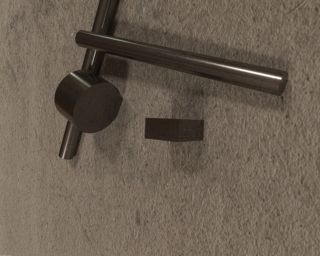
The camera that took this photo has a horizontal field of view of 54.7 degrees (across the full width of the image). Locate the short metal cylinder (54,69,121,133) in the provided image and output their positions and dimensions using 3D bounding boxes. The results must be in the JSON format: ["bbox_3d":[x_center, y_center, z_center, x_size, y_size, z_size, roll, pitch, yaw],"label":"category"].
[{"bbox_3d":[-0.104,-0.039,0.453,0.050,0.081,0.079,34,111,34],"label":"short metal cylinder"}]

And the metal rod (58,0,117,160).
[{"bbox_3d":[-0.115,-0.087,0.496,0.025,0.025,0.298,31,109,35],"label":"metal rod"}]

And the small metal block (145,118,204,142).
[{"bbox_3d":[0.018,0.001,0.373,0.050,0.050,0.025,4,93,39],"label":"small metal block"}]

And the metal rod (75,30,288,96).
[{"bbox_3d":[0.002,-0.089,0.384,0.300,0.025,0.025,21,103,32],"label":"metal rod"}]
